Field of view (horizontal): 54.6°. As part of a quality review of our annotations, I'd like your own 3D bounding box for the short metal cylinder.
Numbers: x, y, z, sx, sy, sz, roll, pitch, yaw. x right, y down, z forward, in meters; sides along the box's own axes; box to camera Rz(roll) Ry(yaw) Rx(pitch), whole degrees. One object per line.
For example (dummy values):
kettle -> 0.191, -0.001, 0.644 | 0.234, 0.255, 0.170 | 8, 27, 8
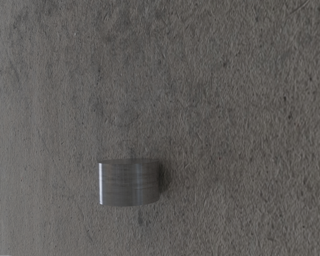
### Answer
short metal cylinder -> -0.041, 0.068, 0.404 | 0.080, 0.081, 0.050 | -2, 89, 40
